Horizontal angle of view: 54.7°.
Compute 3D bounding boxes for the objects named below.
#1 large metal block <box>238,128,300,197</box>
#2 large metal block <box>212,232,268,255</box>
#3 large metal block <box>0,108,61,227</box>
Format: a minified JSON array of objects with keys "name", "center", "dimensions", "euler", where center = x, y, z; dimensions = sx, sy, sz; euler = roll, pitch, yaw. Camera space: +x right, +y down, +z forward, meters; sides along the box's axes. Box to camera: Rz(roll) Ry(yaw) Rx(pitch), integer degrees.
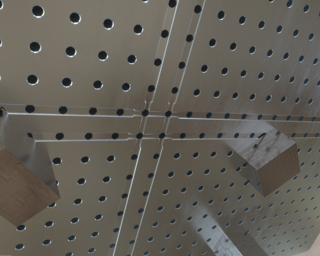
[{"name":"large metal block","center":[0.191,0.061,0.540],"dimensions":[0.080,0.050,0.080],"euler":[-33,129,-7]},{"name":"large metal block","center":[0.169,0.263,0.634],"dimensions":[0.081,0.080,0.050],"euler":[16,110,-35]},{"name":"large metal block","center":[-0.154,0.039,0.316],"dimensions":[0.050,0.080,0.080],"euler":[-34,129,-6]}]
